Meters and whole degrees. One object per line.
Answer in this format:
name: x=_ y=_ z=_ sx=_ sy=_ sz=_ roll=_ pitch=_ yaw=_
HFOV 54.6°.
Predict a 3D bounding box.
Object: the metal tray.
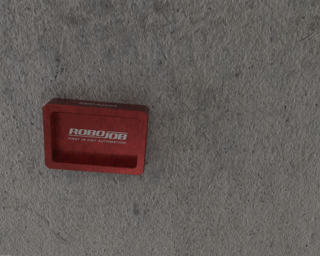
metal tray: x=-0.083 y=0.012 z=0.410 sx=0.131 sy=0.030 sz=0.089 roll=5 pitch=110 yaw=-2
